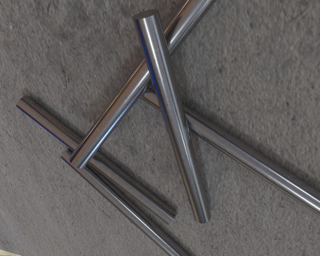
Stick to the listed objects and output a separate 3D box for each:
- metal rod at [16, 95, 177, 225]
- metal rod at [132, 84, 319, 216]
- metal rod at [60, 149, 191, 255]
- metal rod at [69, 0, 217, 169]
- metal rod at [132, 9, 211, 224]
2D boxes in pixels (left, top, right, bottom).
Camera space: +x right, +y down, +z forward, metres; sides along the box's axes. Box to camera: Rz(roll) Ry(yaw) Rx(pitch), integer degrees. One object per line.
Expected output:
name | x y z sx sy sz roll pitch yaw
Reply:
metal rod | -0.100 0.049 0.487 0.300 0.025 0.025 38 129 2
metal rod | 0.087 0.022 0.373 0.301 0.025 0.025 34 129 5
metal rod | -0.045 0.142 0.516 0.300 0.025 0.025 43 129 -2
metal rod | -0.027 -0.051 0.357 0.025 0.025 0.299 42 119 -1
metal rod | 0.025 0.012 0.369 0.025 0.025 0.298 2 129 27
